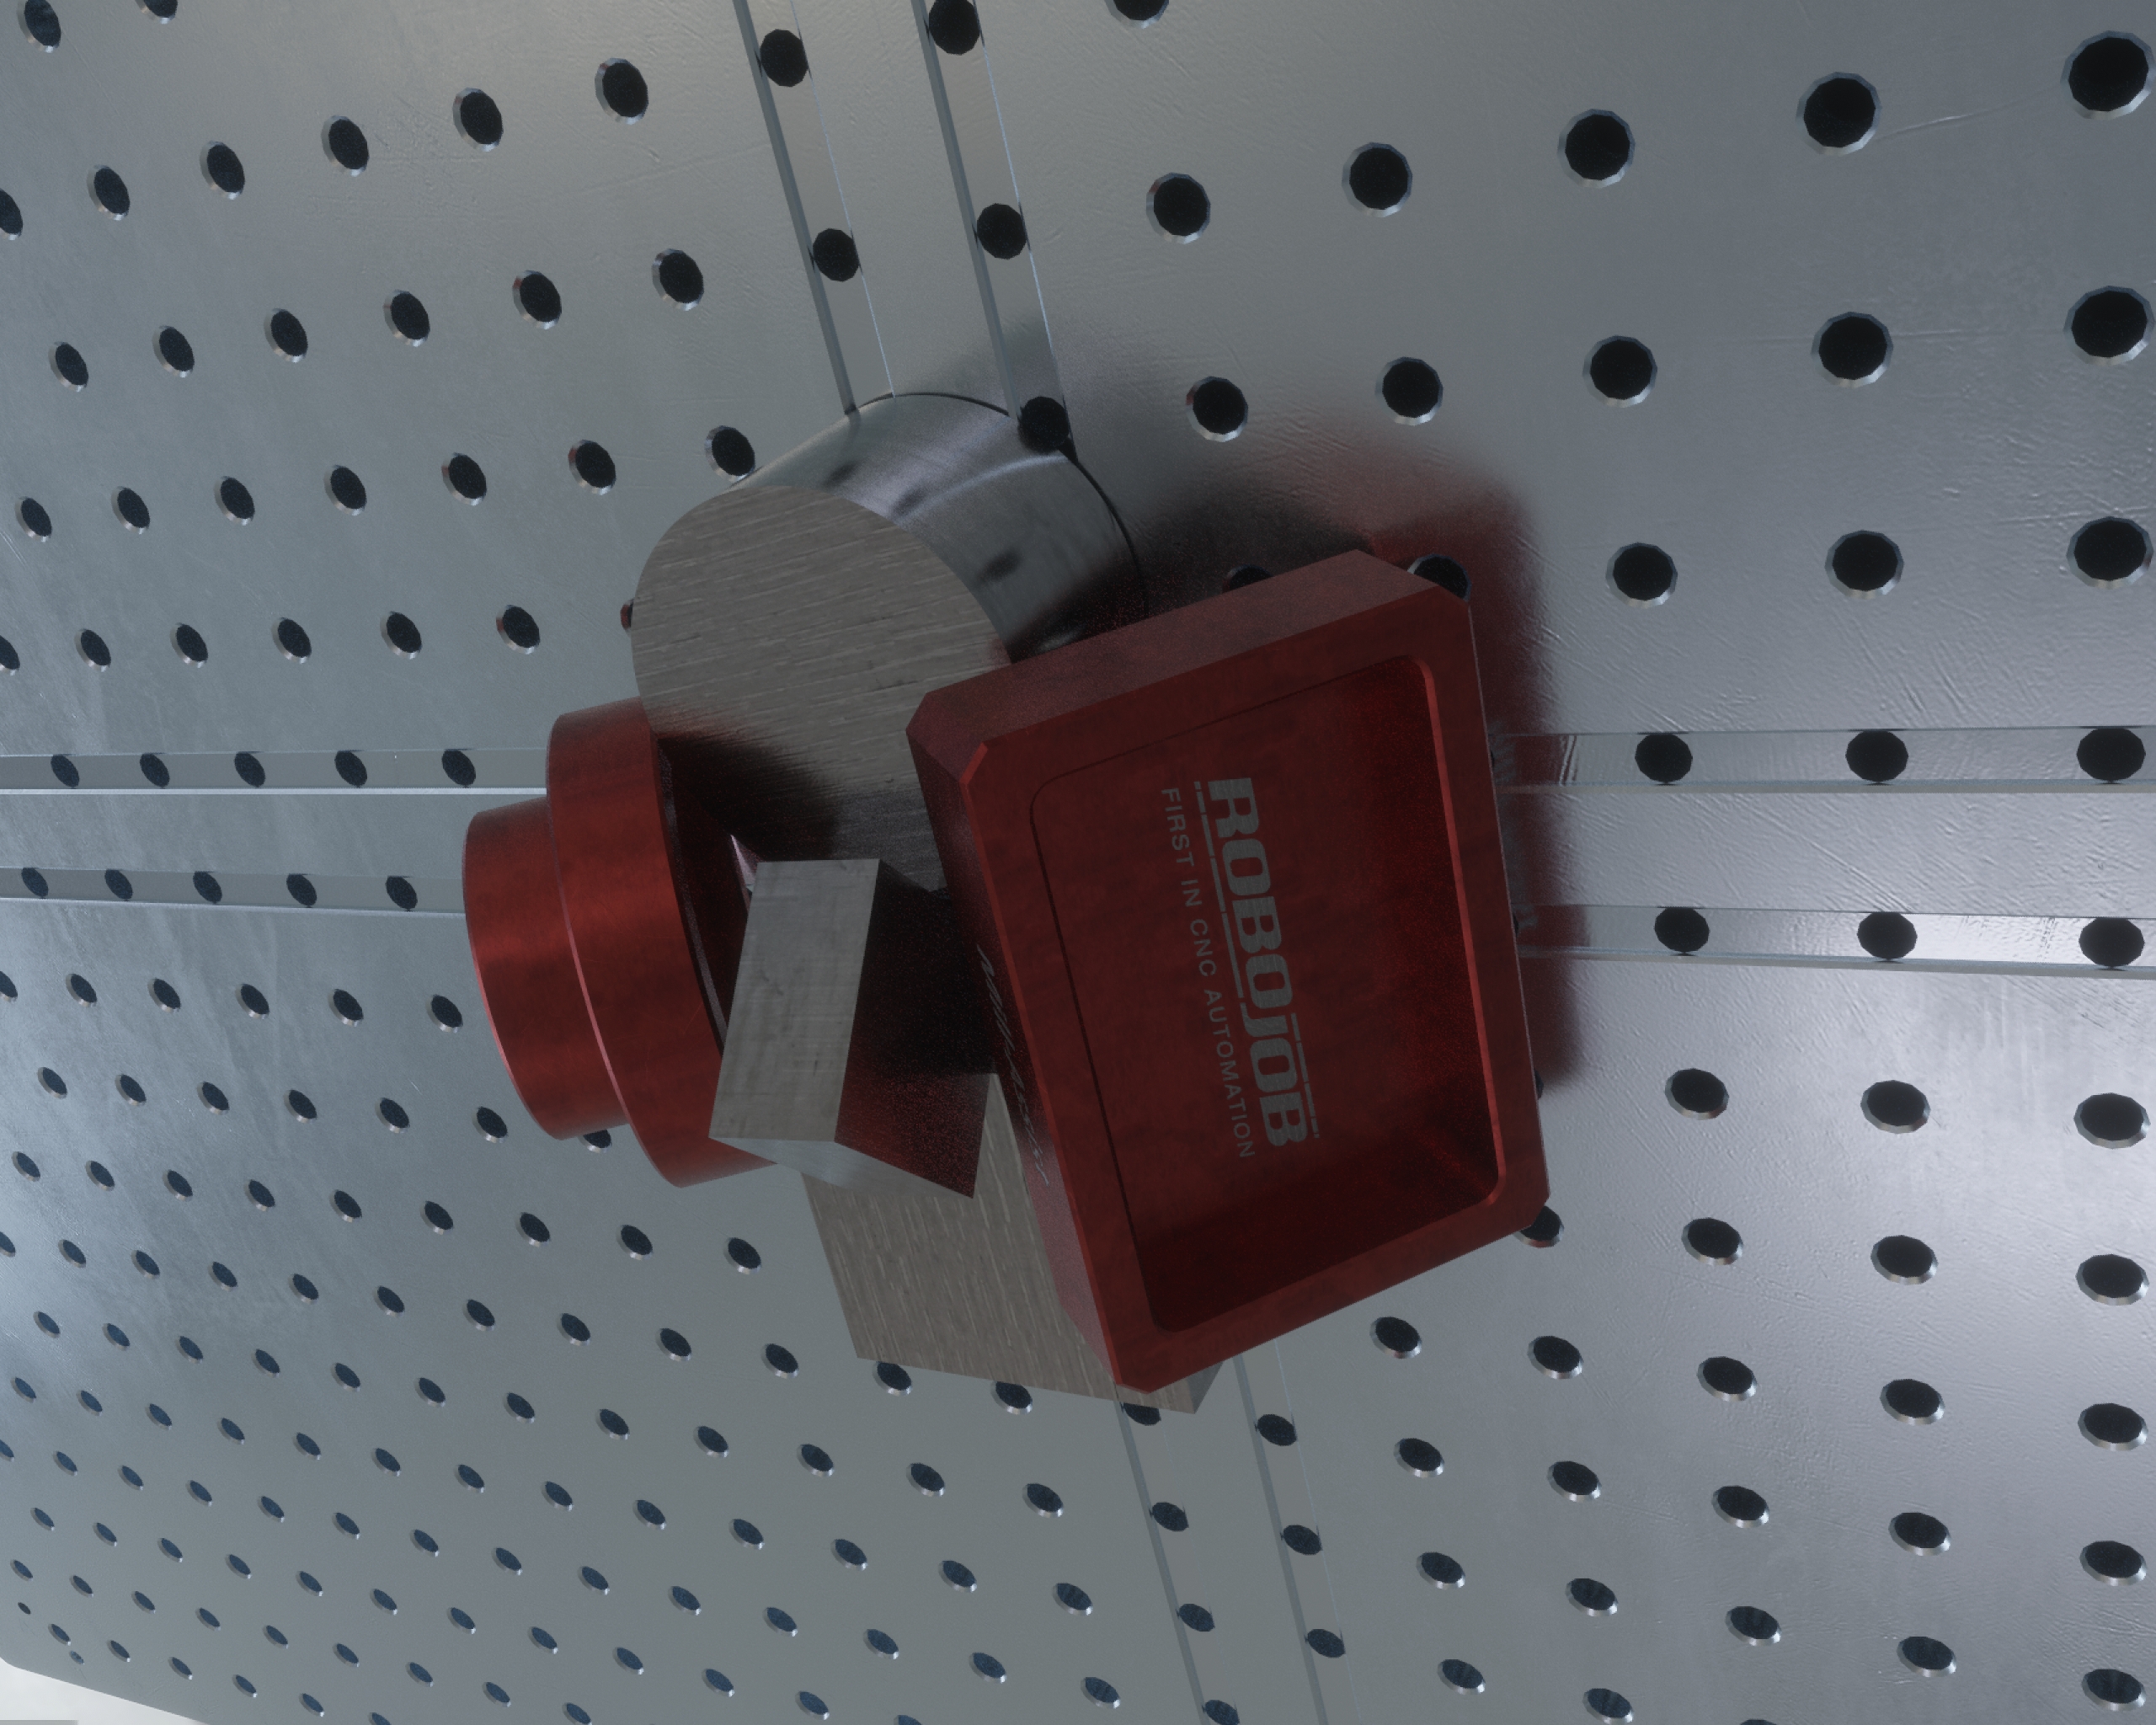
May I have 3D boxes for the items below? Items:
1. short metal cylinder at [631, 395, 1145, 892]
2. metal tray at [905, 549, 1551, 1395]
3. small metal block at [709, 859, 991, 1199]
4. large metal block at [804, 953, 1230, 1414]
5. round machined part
[{"bbox_3d":[-0.034,-0.040,0.387,0.080,0.050,0.079,13,124,21],"label":"short metal cylinder"},{"bbox_3d":[0.030,0.020,0.368,0.030,0.091,0.129,-137,31,-60],"label":"metal tray"},{"bbox_3d":[-0.038,0.031,0.380,0.025,0.050,0.050,-2,160,26],"label":"small metal block"},{"bbox_3d":[-0.009,0.063,0.438,0.080,0.050,0.080,2,120,27],"label":"large metal block"},{"bbox_3d":[-0.091,0.018,0.418,0.042,0.098,0.097,-14,116,-2],"label":"round machined part"}]
